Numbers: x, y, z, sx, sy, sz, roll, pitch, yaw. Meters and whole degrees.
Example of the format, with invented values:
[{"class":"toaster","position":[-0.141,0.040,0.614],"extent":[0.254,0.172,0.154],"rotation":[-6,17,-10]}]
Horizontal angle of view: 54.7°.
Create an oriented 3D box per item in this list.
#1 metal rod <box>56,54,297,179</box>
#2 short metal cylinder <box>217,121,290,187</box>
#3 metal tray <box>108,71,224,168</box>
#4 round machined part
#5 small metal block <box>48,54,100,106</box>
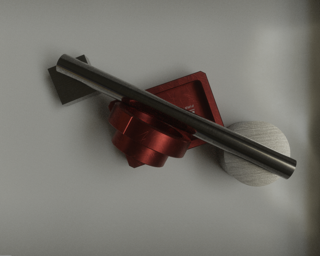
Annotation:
[{"class":"metal rod","position":[0.014,-0.016,0.369],"extent":[0.301,0.025,0.025],"rotation":[25,90,6]},{"class":"short metal cylinder","position":[0.117,0.031,0.399],"extent":[0.081,0.050,0.079],"rotation":[0,90,-1]},{"class":"metal tray","position":[0.009,-0.011,0.407],"extent":[0.131,0.030,0.090],"rotation":[-19,90,-1]},{"class":"round machined part","position":[-0.017,0.011,0.360],"extent":[0.098,0.098,0.042],"rotation":[28,98,-1]},{"class":"small metal block","position":[-0.111,-0.062,0.408],"extent":[0.050,0.025,0.050],"rotation":[-22,90,-1]}]
